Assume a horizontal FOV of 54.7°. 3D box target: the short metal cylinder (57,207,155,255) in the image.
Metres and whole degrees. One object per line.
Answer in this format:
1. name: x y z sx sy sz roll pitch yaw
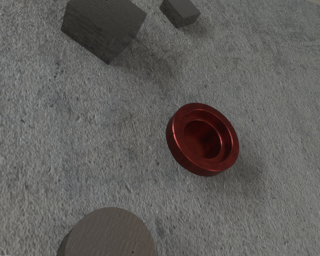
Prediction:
1. short metal cylinder: -0.051 0.120 0.287 0.081 0.050 0.080 14 56 -21

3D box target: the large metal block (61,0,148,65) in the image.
1. large metal block: -0.078 -0.150 0.437 0.080 0.050 0.080 36 51 -5

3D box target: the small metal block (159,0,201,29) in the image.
1. small metal block: 0.036 -0.209 0.550 0.050 0.025 0.050 -31 79 -38

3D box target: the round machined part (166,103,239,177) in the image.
1. round machined part: 0.051 0.019 0.409 0.099 0.042 0.098 14 56 -21
